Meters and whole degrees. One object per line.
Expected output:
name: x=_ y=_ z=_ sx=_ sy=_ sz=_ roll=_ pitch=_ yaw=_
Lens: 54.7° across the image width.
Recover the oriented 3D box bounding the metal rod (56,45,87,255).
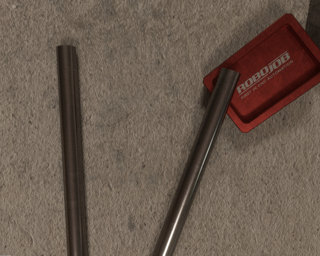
metal rod: x=-0.116 y=0.043 z=0.408 sx=0.025 sy=0.025 sz=0.298 roll=-3 pitch=90 yaw=-1

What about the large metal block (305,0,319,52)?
large metal block: x=0.239 y=-0.129 z=0.401 sx=0.080 sy=0.050 sz=0.080 roll=10 pitch=90 yaw=-1

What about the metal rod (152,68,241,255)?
metal rod: x=0.037 y=0.071 z=0.393 sx=0.025 sy=0.025 sz=0.298 roll=19 pitch=97 yaw=-1

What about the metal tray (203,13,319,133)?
metal tray: x=0.132 y=-0.066 z=0.392 sx=0.130 sy=0.030 sz=0.090 roll=-38 pitch=91 yaw=15
